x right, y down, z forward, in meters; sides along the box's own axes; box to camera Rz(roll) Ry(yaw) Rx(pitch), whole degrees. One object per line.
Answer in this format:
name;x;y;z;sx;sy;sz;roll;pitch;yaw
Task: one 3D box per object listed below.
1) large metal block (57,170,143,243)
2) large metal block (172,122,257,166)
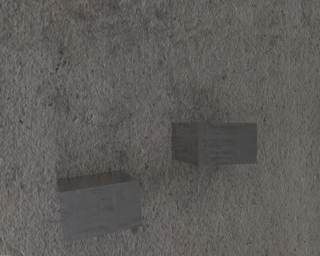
large metal block;-0.072;0.083;0.353;0.081;0.080;0.050;-6;92;-20
large metal block;0.068;0.018;0.405;0.081;0.080;0.050;0;90;-20
